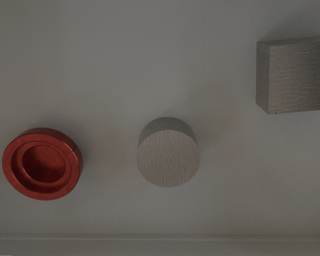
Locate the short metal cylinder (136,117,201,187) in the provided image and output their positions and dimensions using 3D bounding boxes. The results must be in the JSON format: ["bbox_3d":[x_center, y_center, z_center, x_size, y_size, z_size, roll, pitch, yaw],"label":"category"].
[{"bbox_3d":[0.010,0.031,0.410,0.081,0.050,0.079,0,110,-1],"label":"short metal cylinder"}]

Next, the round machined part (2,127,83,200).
[{"bbox_3d":[-0.153,0.044,0.417,0.099,0.042,0.097,0,110,-1],"label":"round machined part"}]

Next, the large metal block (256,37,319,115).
[{"bbox_3d":[0.165,-0.065,0.376,0.080,0.050,0.079,-5,110,1],"label":"large metal block"}]
